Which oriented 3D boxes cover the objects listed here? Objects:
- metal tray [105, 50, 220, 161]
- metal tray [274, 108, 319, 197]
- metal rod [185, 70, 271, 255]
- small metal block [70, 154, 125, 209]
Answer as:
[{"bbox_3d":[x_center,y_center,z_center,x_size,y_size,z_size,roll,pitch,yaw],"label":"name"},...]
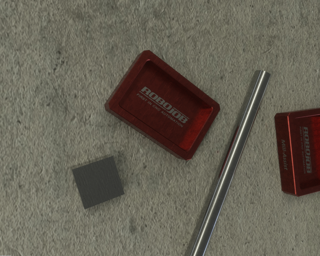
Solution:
[{"bbox_3d":[0.006,-0.028,0.409,0.130,0.030,0.090,35,79,-17],"label":"metal tray"},{"bbox_3d":[0.235,0.036,0.495,0.091,0.030,0.129,-8,93,-20],"label":"metal tray"},{"bbox_3d":[0.099,0.055,0.447,0.025,0.025,0.299,26,81,-19],"label":"metal rod"},{"bbox_3d":[-0.077,0.065,0.381,0.050,0.025,0.050,-18,96,-20],"label":"small metal block"}]
